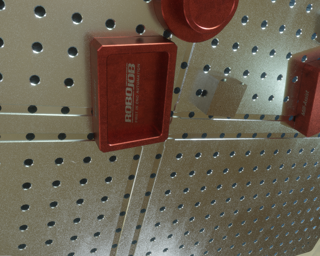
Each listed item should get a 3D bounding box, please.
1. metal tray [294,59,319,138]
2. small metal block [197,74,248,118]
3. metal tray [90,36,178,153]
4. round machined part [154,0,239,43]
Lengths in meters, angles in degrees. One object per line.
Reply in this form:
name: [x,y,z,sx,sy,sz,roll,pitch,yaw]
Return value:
metal tray: [0.281,-0.055,0.527,0.091,0.030,0.129,-20,126,-17]
small metal block: [0.086,-0.044,0.431,0.050,0.025,0.050,4,117,-30]
metal tray: [-0.032,-0.039,0.366,0.091,0.030,0.129,-9,123,-24]
round machined part: [0.046,-0.141,0.338,0.099,0.042,0.097,-14,124,-21]
